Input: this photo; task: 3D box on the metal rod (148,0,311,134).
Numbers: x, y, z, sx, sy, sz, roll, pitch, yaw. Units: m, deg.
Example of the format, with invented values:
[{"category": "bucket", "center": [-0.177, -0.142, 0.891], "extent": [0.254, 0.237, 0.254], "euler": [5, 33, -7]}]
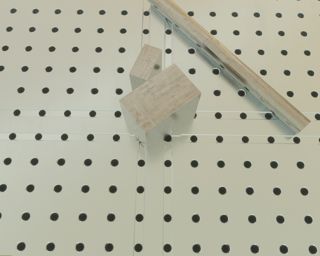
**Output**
[{"category": "metal rod", "center": [0.091, -0.105, 0.451], "extent": [0.025, 0.025, 0.300], "euler": [-41, 75, -14]}]

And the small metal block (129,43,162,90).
[{"category": "small metal block", "center": [-0.018, -0.078, 0.427], "extent": [0.025, 0.050, 0.050], "euler": [22, 71, 7]}]

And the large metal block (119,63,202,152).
[{"category": "large metal block", "center": [0.000, -0.023, 0.391], "extent": [0.080, 0.080, 0.050], "euler": [-36, 74, -12]}]
